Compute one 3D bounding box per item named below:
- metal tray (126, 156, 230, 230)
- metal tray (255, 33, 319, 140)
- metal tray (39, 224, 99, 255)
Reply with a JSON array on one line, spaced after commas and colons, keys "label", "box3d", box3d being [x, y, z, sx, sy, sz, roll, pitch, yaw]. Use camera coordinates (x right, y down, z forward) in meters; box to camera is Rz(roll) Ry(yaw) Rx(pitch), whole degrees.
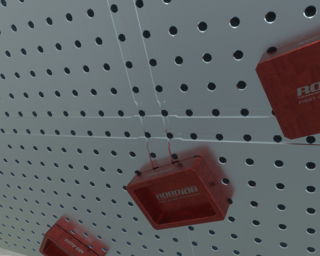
[{"label": "metal tray", "box3d": [0.024, 0.100, 0.455, 0.130, 0.030, 0.090, -22, 107, 36]}, {"label": "metal tray", "box3d": [0.169, -0.047, 0.290, 0.130, 0.030, 0.090, -18, 110, 34]}, {"label": "metal tray", "box3d": [-0.199, 0.280, 0.682, 0.130, 0.030, 0.089, 34, 129, 5]}]
